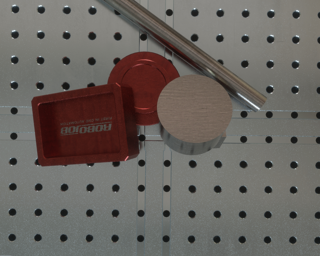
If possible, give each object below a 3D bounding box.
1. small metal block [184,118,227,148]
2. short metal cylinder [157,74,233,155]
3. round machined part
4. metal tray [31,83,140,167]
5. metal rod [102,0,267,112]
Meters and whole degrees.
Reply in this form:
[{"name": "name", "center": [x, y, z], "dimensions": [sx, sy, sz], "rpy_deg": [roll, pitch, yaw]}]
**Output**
[{"name": "small metal block", "center": [0.054, 0.008, 0.399], "dimensions": [0.050, 0.050, 0.025], "rpy_deg": [-3, 70, -1]}, {"name": "short metal cylinder", "center": [0.037, -0.014, 0.354], "dimensions": [0.081, 0.050, 0.080], "rpy_deg": [0, 70, 0]}, {"name": "round machined part", "center": [-0.020, -0.052, 0.405], "dimensions": [0.099, 0.042, 0.097], "rpy_deg": [0, 90, 0]}, {"name": "metal tray", "center": [-0.095, -0.002, 0.385], "dimensions": [0.130, 0.030, 0.089], "rpy_deg": [-6, 91, 22]}, {"name": "metal rod", "center": [0.014, -0.120, 0.413], "dimensions": [0.301, 0.025, 0.025], "rpy_deg": [36, 90, -1]}]
